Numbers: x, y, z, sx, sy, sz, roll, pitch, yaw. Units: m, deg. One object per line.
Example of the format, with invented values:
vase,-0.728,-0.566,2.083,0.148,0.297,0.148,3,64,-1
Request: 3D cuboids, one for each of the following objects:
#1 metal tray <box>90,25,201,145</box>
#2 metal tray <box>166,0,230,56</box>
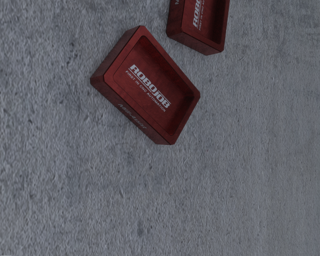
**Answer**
metal tray,-0.012,-0.050,0.390,0.130,0.030,0.090,44,63,-31
metal tray,0.060,-0.182,0.450,0.091,0.030,0.129,14,81,-39
